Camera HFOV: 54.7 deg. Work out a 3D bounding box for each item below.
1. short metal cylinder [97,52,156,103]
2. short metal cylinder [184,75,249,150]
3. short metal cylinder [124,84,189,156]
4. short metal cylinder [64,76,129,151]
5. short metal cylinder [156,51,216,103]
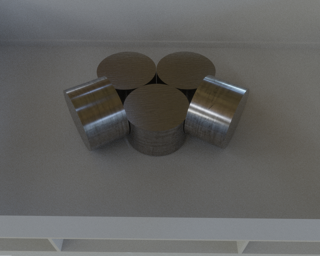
[{"bbox_3d":[-0.045,-0.064,0.440,0.080,0.050,0.080,0,50,0],"label":"short metal cylinder"},{"bbox_3d":[0.071,-0.020,0.384,0.050,0.080,0.080,23,54,18],"label":"short metal cylinder"},{"bbox_3d":[-0.004,-0.011,0.396,0.080,0.050,0.080,0,50,0],"label":"short metal cylinder"},{"bbox_3d":[-0.079,-0.018,0.382,0.050,0.080,0.080,-24,54,-19],"label":"short metal cylinder"},{"bbox_3d":[0.035,-0.064,0.441,0.080,0.050,0.080,0,50,0],"label":"short metal cylinder"}]
